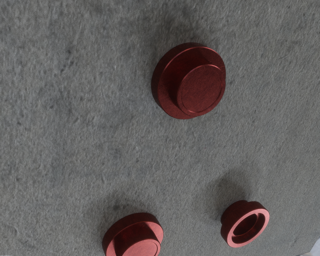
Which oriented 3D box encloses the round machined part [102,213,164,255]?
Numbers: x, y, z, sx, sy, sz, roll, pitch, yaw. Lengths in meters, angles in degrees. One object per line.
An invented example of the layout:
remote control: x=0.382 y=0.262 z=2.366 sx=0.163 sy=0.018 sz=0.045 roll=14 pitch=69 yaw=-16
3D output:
round machined part: x=-0.038 y=0.186 z=0.492 sx=0.099 sy=0.042 sz=0.097 roll=-14 pitch=125 yaw=-21

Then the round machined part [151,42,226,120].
round machined part: x=0.042 y=-0.053 z=0.388 sx=0.099 sy=0.042 sz=0.097 roll=-14 pitch=125 yaw=-21

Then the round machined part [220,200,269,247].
round machined part: x=0.157 y=0.178 z=0.595 sx=0.099 sy=0.042 sz=0.097 roll=-14 pitch=125 yaw=-21
